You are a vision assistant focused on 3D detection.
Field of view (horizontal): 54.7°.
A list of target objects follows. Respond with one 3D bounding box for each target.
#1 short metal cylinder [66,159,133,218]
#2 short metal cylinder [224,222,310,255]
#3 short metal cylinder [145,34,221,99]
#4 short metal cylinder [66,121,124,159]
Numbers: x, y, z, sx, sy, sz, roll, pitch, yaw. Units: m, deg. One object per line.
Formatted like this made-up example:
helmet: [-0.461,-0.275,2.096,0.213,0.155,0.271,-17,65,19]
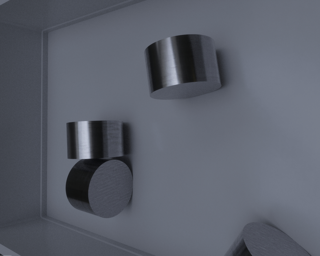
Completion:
short metal cylinder: [-0.085,0.083,0.441,0.050,0.081,0.079,2,91,40]
short metal cylinder: [0.101,0.136,0.288,0.080,0.081,0.050,40,115,33]
short metal cylinder: [0.025,-0.066,0.350,0.080,0.081,0.050,-12,82,39]
short metal cylinder: [-0.093,0.017,0.448,0.080,0.081,0.050,-4,88,40]
